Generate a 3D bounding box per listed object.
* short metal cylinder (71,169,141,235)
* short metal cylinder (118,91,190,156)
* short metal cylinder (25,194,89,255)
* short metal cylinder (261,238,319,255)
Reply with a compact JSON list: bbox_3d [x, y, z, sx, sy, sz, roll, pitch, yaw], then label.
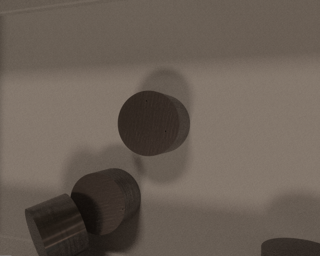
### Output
[{"bbox_3d":[-0.073,0.098,0.422,0.080,0.050,0.079,0,90,19],"label":"short metal cylinder"},{"bbox_3d":[-0.007,-0.006,0.399,0.080,0.050,0.079,0,90,19],"label":"short metal cylinder"},{"bbox_3d":[-0.133,0.131,0.398,0.080,0.050,0.079,29,128,45],"label":"short metal cylinder"},{"bbox_3d":[0.149,0.156,0.329,0.080,0.080,0.050,1,91,19],"label":"short metal cylinder"}]
